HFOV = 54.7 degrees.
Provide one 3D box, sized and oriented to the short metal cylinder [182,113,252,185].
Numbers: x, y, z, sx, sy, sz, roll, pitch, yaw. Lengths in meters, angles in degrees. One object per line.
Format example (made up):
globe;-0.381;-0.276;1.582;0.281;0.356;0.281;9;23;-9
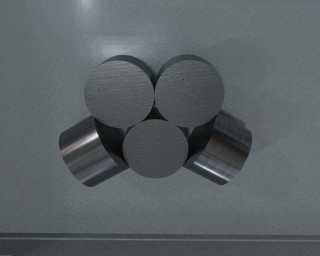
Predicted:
short metal cylinder;0.070;0.025;0.390;0.050;0.080;0.080;28;108;-10

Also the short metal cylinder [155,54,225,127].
short metal cylinder;0.034;-0.047;0.379;0.081;0.050;0.079;0;110;0

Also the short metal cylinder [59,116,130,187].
short metal cylinder;-0.080;0.027;0.390;0.050;0.080;0.080;-29;108;10

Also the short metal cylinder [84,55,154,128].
short metal cylinder;-0.047;-0.046;0.379;0.081;0.050;0.079;0;110;0

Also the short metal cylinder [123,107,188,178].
short metal cylinder;-0.005;0.018;0.403;0.081;0.050;0.079;0;110;0
